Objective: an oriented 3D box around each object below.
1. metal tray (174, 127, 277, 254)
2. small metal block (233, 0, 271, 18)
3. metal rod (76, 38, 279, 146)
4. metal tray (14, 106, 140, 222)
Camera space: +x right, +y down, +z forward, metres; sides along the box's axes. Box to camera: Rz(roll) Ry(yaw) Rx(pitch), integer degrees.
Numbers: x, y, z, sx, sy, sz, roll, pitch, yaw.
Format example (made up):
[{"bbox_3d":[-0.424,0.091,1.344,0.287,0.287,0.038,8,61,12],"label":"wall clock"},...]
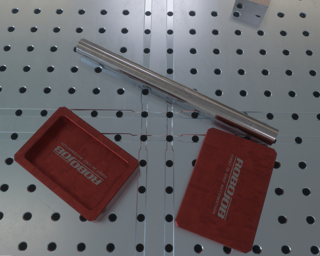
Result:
[{"bbox_3d":[0.081,0.074,0.383,0.090,0.030,0.130,20,71,7],"label":"metal tray"},{"bbox_3d":[0.150,-0.209,0.489,0.050,0.025,0.050,21,71,7],"label":"small metal block"},{"bbox_3d":[0.017,-0.054,0.431,0.301,0.025,0.025,27,72,9],"label":"metal rod"},{"bbox_3d":[-0.103,0.044,0.392,0.130,0.030,0.090,35,73,11],"label":"metal tray"}]
